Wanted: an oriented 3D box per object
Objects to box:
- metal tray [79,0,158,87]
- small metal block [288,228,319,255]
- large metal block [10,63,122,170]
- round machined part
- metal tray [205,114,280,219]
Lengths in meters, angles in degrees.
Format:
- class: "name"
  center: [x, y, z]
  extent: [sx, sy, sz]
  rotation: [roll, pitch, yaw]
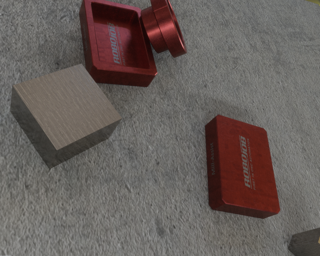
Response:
- class: "metal tray"
  center: [-0.061, -0.123, 0.442]
  extent: [0.091, 0.030, 0.130]
  rotation: [1, 61, -28]
- class: "small metal block"
  center: [0.206, 0.160, 0.401]
  extent: [0.050, 0.050, 0.025]
  rotation: [43, 51, 1]
- class: "large metal block"
  center: [-0.103, -0.015, 0.341]
  extent: [0.081, 0.050, 0.080]
  rotation: [-30, 79, -38]
- class: "round machined part"
  center: [0.004, -0.151, 0.465]
  extent: [0.098, 0.042, 0.098]
  rotation: [-19, 90, -77]
- class: "metal tray"
  center: [0.111, 0.052, 0.429]
  extent: [0.091, 0.030, 0.130]
  rotation: [15, 55, -20]
